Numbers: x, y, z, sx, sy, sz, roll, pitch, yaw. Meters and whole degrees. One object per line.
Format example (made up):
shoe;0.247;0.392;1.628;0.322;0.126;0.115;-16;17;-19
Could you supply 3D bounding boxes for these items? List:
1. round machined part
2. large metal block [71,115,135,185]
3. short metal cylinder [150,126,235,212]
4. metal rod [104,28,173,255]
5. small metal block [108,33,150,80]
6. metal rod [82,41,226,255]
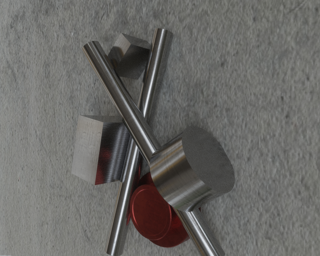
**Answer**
round machined part;0.000;0.103;0.395;0.098;0.042;0.097;0;90;39
large metal block;-0.068;0.027;0.424;0.050;0.081;0.079;15;100;39
short metal cylinder;0.036;0.045;0.340;0.050;0.081;0.080;-39;67;33
metal rod;-0.029;0.020;0.408;0.025;0.025;0.298;15;93;38
small metal block;-0.041;-0.096;0.421;0.050;0.050;0.025;-52;60;27
metal rod;-0.015;0.019;0.372;0.025;0.025;0.299;-39;75;33
